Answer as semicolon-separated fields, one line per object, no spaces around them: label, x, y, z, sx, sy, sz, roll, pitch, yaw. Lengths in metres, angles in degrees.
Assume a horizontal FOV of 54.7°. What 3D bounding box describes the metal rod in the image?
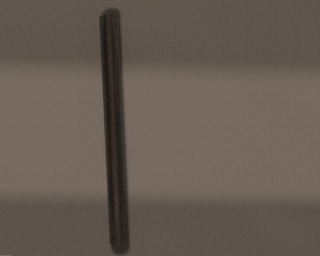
metal rod;-0.061;0.003;0.410;0.025;0.025;0.298;-3;90;-1
